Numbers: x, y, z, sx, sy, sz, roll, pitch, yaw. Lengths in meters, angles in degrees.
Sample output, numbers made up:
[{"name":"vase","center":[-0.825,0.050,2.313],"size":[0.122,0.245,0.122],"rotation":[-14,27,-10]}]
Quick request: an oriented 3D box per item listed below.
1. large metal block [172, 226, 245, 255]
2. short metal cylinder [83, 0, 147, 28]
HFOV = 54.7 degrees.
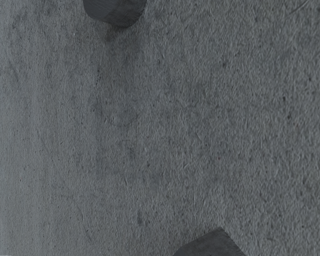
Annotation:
[{"name":"large metal block","center":[0.040,0.162,0.336],"size":[0.050,0.081,0.080],"rotation":[48,119,29]},{"name":"short metal cylinder","center":[-0.065,-0.189,0.442],"size":[0.080,0.050,0.080],"rotation":[0,90,40]}]
